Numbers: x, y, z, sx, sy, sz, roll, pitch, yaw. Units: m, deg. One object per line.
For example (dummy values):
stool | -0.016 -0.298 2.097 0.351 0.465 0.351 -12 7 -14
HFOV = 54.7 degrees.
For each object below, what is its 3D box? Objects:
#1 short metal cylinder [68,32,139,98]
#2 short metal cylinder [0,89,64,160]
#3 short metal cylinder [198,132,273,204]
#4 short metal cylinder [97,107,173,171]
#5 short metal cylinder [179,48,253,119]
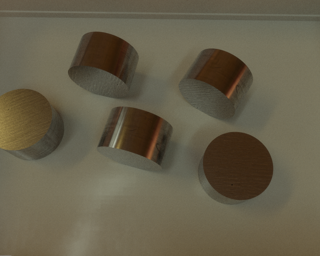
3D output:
short metal cylinder | -0.073 -0.081 0.409 0.080 0.080 0.050 13 71 4
short metal cylinder | -0.170 -0.003 0.396 0.081 0.050 0.080 0 70 0
short metal cylinder | 0.090 0.050 0.378 0.081 0.050 0.080 0 70 0
short metal cylinder | -0.029 0.015 0.375 0.080 0.080 0.050 15 71 5
short metal cylinder | 0.072 -0.056 0.401 0.080 0.080 0.050 30 73 10
